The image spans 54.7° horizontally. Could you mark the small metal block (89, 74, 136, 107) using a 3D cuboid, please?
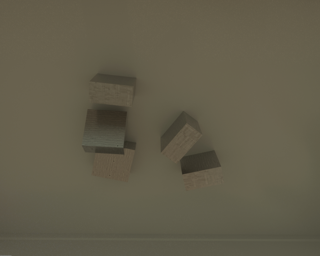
[{"bbox_3d":[-0.057,-0.047,0.380,0.050,0.050,0.025,6,110,-3],"label":"small metal block"}]

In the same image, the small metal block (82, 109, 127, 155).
[{"bbox_3d":[-0.069,0.005,0.397,0.050,0.025,0.050,4,65,-2],"label":"small metal block"}]

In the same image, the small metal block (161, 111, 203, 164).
[{"bbox_3d":[0.026,0.011,0.402,0.025,0.050,0.050,36,106,-13],"label":"small metal block"}]

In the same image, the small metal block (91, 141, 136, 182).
[{"bbox_3d":[-0.063,0.042,0.426,0.050,0.025,0.050,12,110,-5],"label":"small metal block"}]

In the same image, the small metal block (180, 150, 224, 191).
[{"bbox_3d":[0.055,0.057,0.420,0.050,0.050,0.025,-12,110,4],"label":"small metal block"}]
